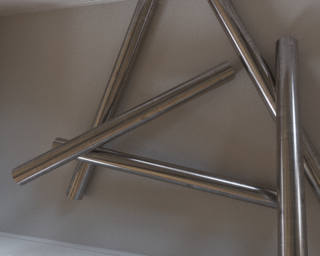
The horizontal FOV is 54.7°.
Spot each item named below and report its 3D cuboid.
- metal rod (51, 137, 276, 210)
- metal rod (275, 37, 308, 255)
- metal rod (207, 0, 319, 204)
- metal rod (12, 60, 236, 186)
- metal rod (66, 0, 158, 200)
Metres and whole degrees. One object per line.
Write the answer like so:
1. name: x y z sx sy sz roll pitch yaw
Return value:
1. metal rod: 0.001 0.055 0.393 0.301 0.025 0.025 12 94 13
2. metal rod: 0.128 0.039 0.305 0.025 0.025 0.299 0 67 19
3. metal rod: 0.135 -0.032 0.362 0.025 0.025 0.299 -29 81 17
4. metal rod: -0.048 -0.004 0.389 0.301 0.025 0.025 -27 81 3
5. metal rod: -0.069 -0.038 0.433 0.025 0.025 0.298 25 98 18
